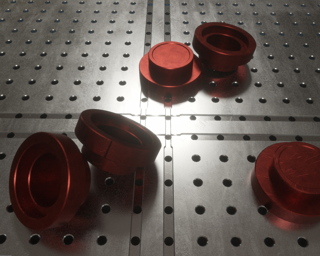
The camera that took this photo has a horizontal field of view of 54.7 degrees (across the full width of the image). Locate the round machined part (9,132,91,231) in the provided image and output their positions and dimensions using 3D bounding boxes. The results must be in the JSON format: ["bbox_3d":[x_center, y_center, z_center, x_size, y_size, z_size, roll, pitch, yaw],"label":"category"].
[{"bbox_3d":[-0.112,0.055,0.327,0.098,0.042,0.097,-5,80,33],"label":"round machined part"}]

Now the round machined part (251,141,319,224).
[{"bbox_3d":[0.159,0.054,0.353,0.099,0.042,0.098,0,50,0],"label":"round machined part"}]

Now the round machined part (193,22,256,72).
[{"bbox_3d":[0.100,-0.127,0.499,0.099,0.042,0.098,6,46,-6],"label":"round machined part"}]

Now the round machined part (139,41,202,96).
[{"bbox_3d":[0.016,-0.097,0.479,0.099,0.042,0.098,0,50,0],"label":"round machined part"}]

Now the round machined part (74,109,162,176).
[{"bbox_3d":[-0.051,0.019,0.359,0.098,0.042,0.098,23,16,-7],"label":"round machined part"}]
